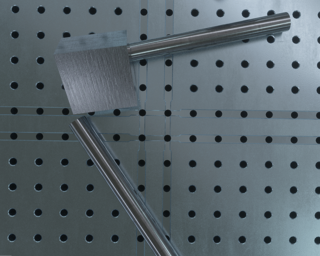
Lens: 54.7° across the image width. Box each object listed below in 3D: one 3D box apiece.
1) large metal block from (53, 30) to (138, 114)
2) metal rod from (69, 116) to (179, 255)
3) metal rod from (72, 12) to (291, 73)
[{"bbox_3d":[-0.074,-0.068,0.381,0.081,0.050,0.079,-8,127,-1],"label":"large metal block"},{"bbox_3d":[-0.027,0.115,0.413,0.025,0.025,0.299,-34,90,0],"label":"metal rod"},{"bbox_3d":[0.022,-0.113,0.413,0.302,0.025,0.025,-11,90,-1],"label":"metal rod"}]
